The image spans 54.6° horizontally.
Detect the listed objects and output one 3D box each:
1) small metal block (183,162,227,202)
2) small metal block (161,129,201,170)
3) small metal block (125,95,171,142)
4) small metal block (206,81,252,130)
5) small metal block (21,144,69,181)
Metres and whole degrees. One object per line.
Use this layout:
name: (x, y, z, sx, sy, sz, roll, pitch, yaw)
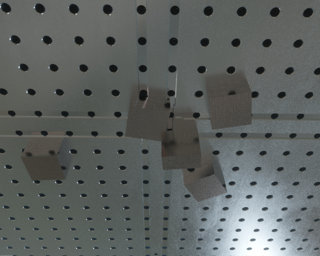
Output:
small metal block: (0.070, 0.085, 0.484, 0.050, 0.025, 0.050, -23, 127, 18)
small metal block: (0.028, 0.028, 0.419, 0.050, 0.050, 0.025, -4, 130, 3)
small metal block: (-0.016, -0.012, 0.401, 0.050, 0.025, 0.050, 8, 130, -7)
small metal block: (0.087, -0.028, 0.388, 0.050, 0.025, 0.050, -8, 130, 7)
small metal block: (-0.166, 0.050, 0.453, 0.050, 0.025, 0.050, -2, 130, 2)
